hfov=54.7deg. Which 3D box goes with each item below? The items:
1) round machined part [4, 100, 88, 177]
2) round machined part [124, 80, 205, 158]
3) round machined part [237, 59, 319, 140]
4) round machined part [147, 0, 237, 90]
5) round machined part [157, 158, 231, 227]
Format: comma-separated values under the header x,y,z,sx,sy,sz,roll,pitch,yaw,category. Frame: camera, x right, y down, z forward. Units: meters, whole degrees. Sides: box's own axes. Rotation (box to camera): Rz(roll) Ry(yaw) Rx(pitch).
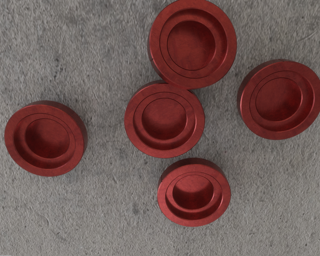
x,y,z,sx,sy,sz,roll,pitch,yaw,category
-0.143,0.011,0.403,0.099,0.042,0.097,0,110,0,round machined part
0.006,-0.014,0.395,0.099,0.042,0.097,0,110,0,round machined part
0.145,-0.038,0.388,0.099,0.042,0.097,0,110,0,round machined part
0.034,-0.093,0.356,0.099,0.042,0.097,0,93,-10,round machined part
0.045,0.085,0.432,0.099,0.042,0.097,0,110,0,round machined part
